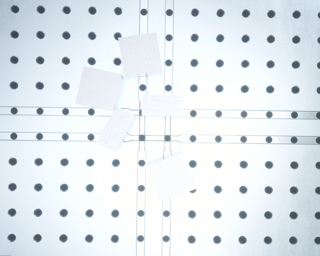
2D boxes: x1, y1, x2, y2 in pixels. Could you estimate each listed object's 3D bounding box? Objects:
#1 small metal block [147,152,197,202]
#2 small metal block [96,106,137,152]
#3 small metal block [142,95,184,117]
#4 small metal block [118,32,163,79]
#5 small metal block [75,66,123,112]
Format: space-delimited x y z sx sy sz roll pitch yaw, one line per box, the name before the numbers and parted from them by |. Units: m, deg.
small metal block | 0.016 0.064 0.414 0.050 0.025 0.050 -20 90 -1
small metal block | -0.054 0.001 0.400 0.025 0.050 0.050 29 90 0
small metal block | 0.003 -0.027 0.401 0.050 0.050 0.025 2 90 -1
small metal block | -0.026 -0.096 0.413 0.050 0.025 0.050 -9 90 -1
small metal block | -0.079 -0.051 0.412 0.050 0.025 0.050 12 90 -1
